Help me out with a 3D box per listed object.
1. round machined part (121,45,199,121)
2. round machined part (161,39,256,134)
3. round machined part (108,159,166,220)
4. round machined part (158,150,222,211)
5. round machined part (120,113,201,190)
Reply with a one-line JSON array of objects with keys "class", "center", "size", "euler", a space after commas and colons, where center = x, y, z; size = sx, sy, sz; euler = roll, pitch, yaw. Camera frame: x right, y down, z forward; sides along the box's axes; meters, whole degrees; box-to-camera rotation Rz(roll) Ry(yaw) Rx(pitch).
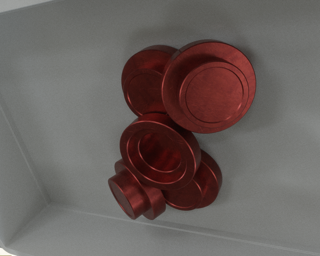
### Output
[{"class": "round machined part", "center": [-0.004, -0.045, 0.368], "size": [0.098, 0.042, 0.097], "euler": [13, 124, 20]}, {"class": "round machined part", "center": [0.051, -0.039, 0.317], "size": [0.099, 0.042, 0.097], "euler": [-2, 112, -5]}, {"class": "round machined part", "center": [-0.038, 0.091, 0.443], "size": [0.098, 0.042, 0.097], "euler": [43, 151, 32]}, {"class": "round machined part", "center": [0.032, 0.074, 0.423], "size": [0.098, 0.042, 0.097], "euler": [13, 124, 20]}, {"class": "round machined part", "center": [0.004, 0.025, 0.380], "size": [0.098, 0.042, 0.097], "euler": [13, 124, 20]}]
